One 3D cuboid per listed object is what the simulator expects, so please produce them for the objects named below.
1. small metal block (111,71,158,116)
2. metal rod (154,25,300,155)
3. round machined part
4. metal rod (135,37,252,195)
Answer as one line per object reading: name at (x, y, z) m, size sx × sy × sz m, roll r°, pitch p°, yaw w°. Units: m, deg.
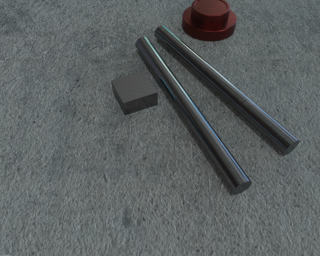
small metal block at (-0.037, -0.051, 0.446) m, size 0.050 × 0.025 × 0.050 m, roll -19°, pitch 53°, yaw -16°
metal rod at (0.082, -0.072, 0.464) m, size 0.025 × 0.025 × 0.300 m, roll -26°, pitch 55°, yaw -20°
round machined part at (0.091, -0.204, 0.564) m, size 0.099 × 0.042 × 0.098 m, roll 0°, pitch 50°, yaw 0°
metal rod at (0.031, -0.038, 0.435) m, size 0.025 × 0.025 × 0.300 m, roll -19°, pitch 53°, yaw -15°
